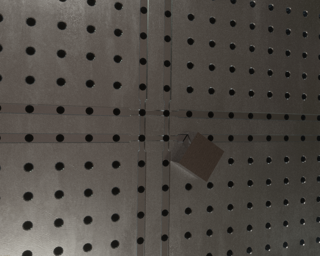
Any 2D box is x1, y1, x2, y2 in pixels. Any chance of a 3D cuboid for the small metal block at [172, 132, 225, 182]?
[{"bbox_3d":[0.053,0.040,0.434,0.050,0.025,0.050,36,78,-17],"label":"small metal block"}]
